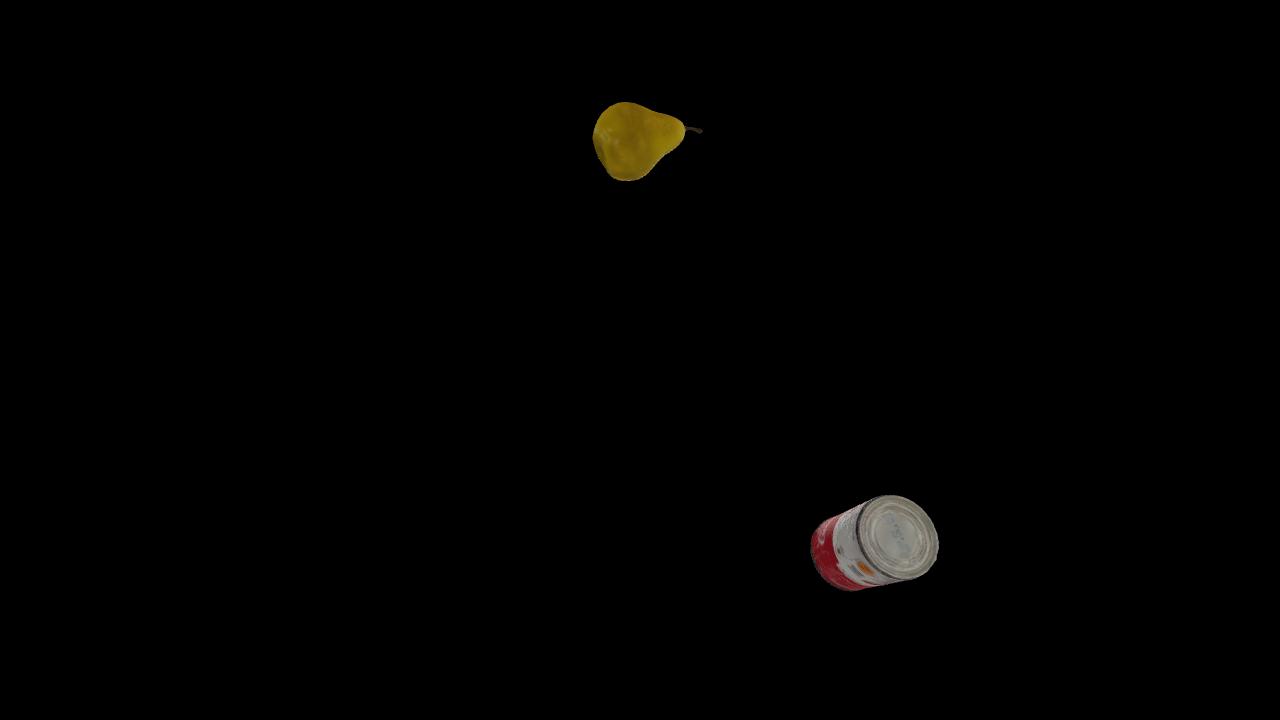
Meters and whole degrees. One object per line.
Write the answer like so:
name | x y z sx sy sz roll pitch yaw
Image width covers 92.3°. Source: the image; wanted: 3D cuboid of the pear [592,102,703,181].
pear | 0.008 -0.239 0.648 0.111 0.080 0.080 -26 4 -9

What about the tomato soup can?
tomato soup can | 0.195 0.158 0.522 0.068 0.068 0.101 0 -24 -7
